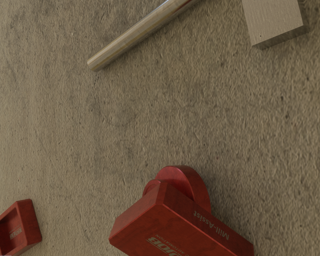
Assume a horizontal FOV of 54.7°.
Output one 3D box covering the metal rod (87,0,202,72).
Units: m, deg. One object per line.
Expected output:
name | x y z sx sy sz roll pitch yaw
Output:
metal rod | 0.006 -0.147 0.398 0.299 0.025 0.025 -23 76 37

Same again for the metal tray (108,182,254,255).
metal tray | 0.024 0.124 0.330 0.130 0.030 0.090 38 122 -13

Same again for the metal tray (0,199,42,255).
metal tray | -0.300 0.214 0.644 0.130 0.030 0.090 -37 68 33

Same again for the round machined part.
round machined part | 0.012 0.093 0.363 0.098 0.042 0.097 -5 84 59

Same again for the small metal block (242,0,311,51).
small metal block | 0.115 -0.112 0.309 0.050 0.025 0.050 -16 80 38
